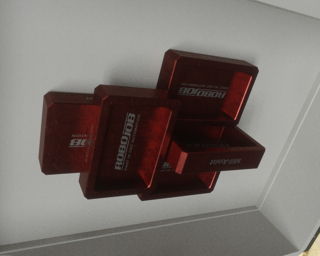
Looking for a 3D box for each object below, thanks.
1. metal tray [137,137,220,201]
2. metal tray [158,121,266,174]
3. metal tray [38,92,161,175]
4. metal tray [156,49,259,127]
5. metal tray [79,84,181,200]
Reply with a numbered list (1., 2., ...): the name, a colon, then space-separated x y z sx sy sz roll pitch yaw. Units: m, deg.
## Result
1. metal tray: 0.032 0.058 0.458 0.131 0.030 0.089 0 118 -29
2. metal tray: 0.061 0.019 0.411 0.131 0.090 0.030 1 118 -29
3. metal tray: -0.070 0.007 0.368 0.131 0.030 0.089 0 118 -29
4. metal tray: 0.059 -0.048 0.408 0.131 0.030 0.089 1 118 -29
5. metal tray: -0.037 0.019 0.356 0.091 0.030 0.129 1 118 -29
